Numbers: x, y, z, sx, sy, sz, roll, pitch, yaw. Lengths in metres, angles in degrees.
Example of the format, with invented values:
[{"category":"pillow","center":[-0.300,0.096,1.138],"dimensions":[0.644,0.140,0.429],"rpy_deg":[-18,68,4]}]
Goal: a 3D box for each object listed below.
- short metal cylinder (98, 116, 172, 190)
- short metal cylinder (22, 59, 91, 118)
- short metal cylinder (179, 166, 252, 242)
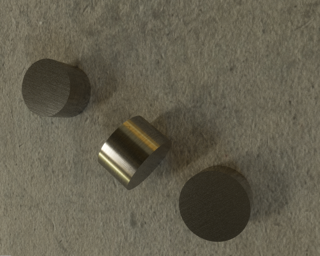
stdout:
[{"category":"short metal cylinder","center":[-0.031,0.031,0.390],"dimensions":[0.050,0.080,0.080],"rpy_deg":[40,103,15]},{"category":"short metal cylinder","center":[-0.148,-0.055,0.446],"dimensions":[0.080,0.050,0.079],"rpy_deg":[0,90,19]},{"category":"short metal cylinder","center":[0.068,0.088,0.371],"dimensions":[0.080,0.050,0.079],"rpy_deg":[0,90,19]}]
